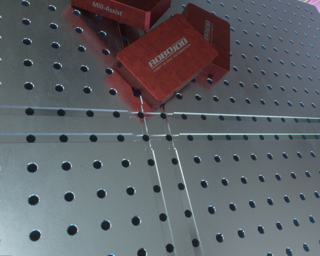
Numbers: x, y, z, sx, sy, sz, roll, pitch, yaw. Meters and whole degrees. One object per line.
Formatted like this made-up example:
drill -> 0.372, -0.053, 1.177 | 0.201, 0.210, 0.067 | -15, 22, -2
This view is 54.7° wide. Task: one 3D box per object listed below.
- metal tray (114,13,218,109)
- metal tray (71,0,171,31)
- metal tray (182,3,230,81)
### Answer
metal tray -> 0.010, -0.100, 0.453 | 0.131, 0.030, 0.090 | -41, 86, -25
metal tray -> -0.057, -0.200, 0.470 | 0.130, 0.030, 0.090 | 22, 50, 10
metal tray -> 0.077, -0.152, 0.541 | 0.091, 0.030, 0.130 | 21, 54, -16
